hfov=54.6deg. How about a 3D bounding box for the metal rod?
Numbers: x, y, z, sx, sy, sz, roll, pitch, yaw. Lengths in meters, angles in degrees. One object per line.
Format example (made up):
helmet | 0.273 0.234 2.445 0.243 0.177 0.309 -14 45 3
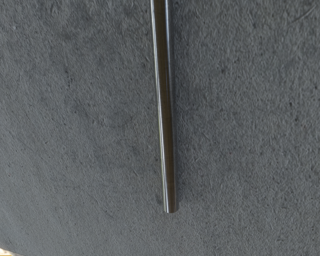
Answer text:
metal rod | 0.009 -0.008 0.397 0.025 0.025 0.298 10 123 23
